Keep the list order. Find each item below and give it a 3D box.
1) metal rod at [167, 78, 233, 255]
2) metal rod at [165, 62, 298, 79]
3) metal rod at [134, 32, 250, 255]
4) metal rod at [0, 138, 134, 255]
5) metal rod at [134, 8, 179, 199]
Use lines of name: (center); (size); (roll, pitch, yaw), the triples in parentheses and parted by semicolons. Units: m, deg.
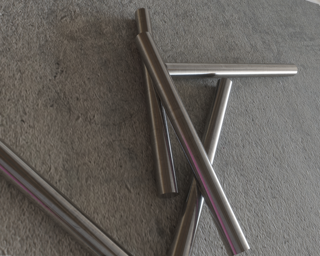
metal rod: (0.060, 0.038, 0.412); (0.025, 0.025, 0.300); (30, 52, -10)
metal rod: (0.133, -0.099, 0.535); (0.303, 0.025, 0.025); (-7, 65, -31)
metal rod: (0.031, 0.004, 0.384); (0.025, 0.025, 0.299); (-10, 67, -32)
metal rod: (-0.058, 0.114, 0.302); (0.300, 0.025, 0.025); (41, 51, 0)
metal rod: (-0.009, -0.052, 0.430); (0.025, 0.025, 0.299); (6, 59, -25)
